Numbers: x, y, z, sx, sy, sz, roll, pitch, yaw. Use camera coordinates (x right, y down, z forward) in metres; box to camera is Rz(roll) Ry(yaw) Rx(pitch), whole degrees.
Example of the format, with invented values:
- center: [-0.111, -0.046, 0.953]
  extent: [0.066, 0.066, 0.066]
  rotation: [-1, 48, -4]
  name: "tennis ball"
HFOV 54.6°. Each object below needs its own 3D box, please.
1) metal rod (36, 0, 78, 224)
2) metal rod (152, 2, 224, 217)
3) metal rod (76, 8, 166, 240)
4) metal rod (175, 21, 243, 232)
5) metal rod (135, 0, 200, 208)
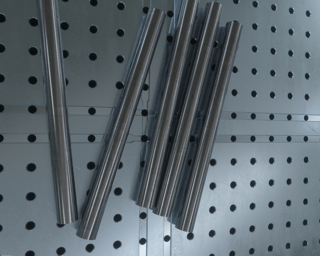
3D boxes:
- center: [-0.123, -0.038, 0.367]
  extent: [0.025, 0.025, 0.298]
  rotation: [-5, 92, -20]
  name: "metal rod"
- center: [0.040, -0.029, 0.426]
  extent: [0.025, 0.025, 0.299]
  rotation: [17, 84, -19]
  name: "metal rod"
- center: [-0.047, -0.010, 0.394]
  extent: [0.025, 0.025, 0.299]
  rotation: [19, 84, -19]
  name: "metal rod"
- center: [0.071, -0.005, 0.438]
  extent: [0.025, 0.025, 0.299]
  rotation: [17, 84, -19]
  name: "metal rod"
- center: [0.013, -0.044, 0.416]
  extent: [0.025, 0.025, 0.299]
  rotation: [14, 85, -20]
  name: "metal rod"
